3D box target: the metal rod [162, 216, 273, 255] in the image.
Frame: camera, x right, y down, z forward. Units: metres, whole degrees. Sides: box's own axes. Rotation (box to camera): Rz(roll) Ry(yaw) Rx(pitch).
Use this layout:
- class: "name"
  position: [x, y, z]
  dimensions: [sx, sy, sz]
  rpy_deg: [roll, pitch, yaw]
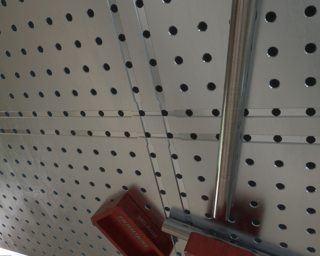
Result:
- class: "metal rod"
  position: [0.145, 0.193, 0.453]
  dimensions: [0.301, 0.025, 0.025]
  rpy_deg: [15, 125, 19]

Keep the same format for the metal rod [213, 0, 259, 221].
- class: "metal rod"
  position: [0.084, -0.005, 0.363]
  dimensions: [0.025, 0.025, 0.298]
  rpy_deg: [12, 124, 21]

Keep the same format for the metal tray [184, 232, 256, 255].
- class: "metal tray"
  position: [0.089, 0.204, 0.456]
  dimensions: [0.090, 0.030, 0.129]
  rpy_deg: [13, 145, 22]

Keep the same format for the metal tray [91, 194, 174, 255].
- class: "metal tray"
  position: [-0.050, 0.186, 0.546]
  dimensions: [0.090, 0.030, 0.130]
  rpy_deg: [-34, 100, 38]
